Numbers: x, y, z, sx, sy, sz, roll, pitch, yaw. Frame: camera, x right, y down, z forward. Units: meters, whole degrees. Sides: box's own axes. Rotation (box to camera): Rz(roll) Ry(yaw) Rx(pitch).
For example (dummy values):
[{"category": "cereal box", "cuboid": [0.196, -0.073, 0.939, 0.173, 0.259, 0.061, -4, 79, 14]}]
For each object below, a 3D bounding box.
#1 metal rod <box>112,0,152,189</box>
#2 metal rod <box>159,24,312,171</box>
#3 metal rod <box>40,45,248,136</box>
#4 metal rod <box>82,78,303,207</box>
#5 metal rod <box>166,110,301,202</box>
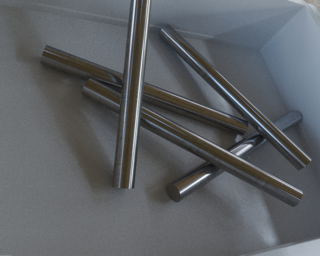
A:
[{"category": "metal rod", "cuboid": [-0.029, -0.081, 0.364, 0.025, 0.025, 0.298, 8, 83, -25]}, {"category": "metal rod", "cuboid": [0.108, -0.054, 0.477, 0.300, 0.025, 0.025, 47, 51, 13]}, {"category": "metal rod", "cuboid": [-0.008, -0.046, 0.430, 0.302, 0.025, 0.025, 19, 55, -18]}, {"category": "metal rod", "cuboid": [0.041, 0.018, 0.392, 0.301, 0.025, 0.025, 28, 52, -1]}, {"category": "metal rod", "cuboid": [0.127, 0.029, 0.458, 0.302, 0.025, 0.025, -24, 75, -37]}]
